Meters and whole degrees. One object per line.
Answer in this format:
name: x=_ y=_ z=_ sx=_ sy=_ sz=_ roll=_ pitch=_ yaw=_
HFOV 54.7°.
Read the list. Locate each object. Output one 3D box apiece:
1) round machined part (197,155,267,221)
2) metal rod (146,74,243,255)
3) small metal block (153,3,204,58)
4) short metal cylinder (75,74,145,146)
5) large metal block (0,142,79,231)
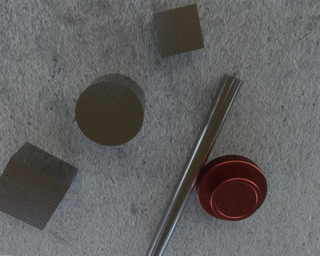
round machined part: x=0.102 y=0.090 z=0.436 sx=0.099 sy=0.042 sz=0.097 roll=0 pitch=110 yaw=-1
metal rod: x=0.041 y=0.068 z=0.435 sx=0.025 sy=0.025 sz=0.298 roll=19 pitch=109 yaw=-7
small metal block: x=0.022 y=-0.116 z=0.368 sx=0.050 sy=0.025 sz=0.050 roll=-13 pitch=110 yaw=4
short metal cylinder: x=-0.059 y=-0.024 z=0.387 sx=0.081 sy=0.050 sz=0.079 roll=0 pitch=110 yaw=-1
large metal block: x=-0.171 y=0.079 z=0.423 sx=0.080 sy=0.050 sz=0.080 roll=31 pitch=107 yaw=-11
